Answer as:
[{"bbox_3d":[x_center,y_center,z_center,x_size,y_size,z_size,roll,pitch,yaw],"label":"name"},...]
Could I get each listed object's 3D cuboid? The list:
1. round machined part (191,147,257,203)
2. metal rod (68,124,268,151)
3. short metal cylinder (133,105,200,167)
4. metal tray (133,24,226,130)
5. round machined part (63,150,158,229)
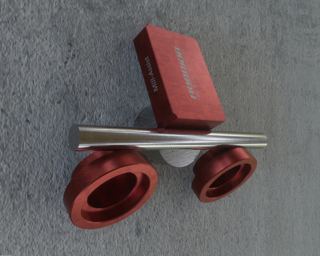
[{"bbox_3d":[0.087,0.061,0.448,0.099,0.042,0.097,-22,144,-17],"label":"round machined part"},{"bbox_3d":[0.038,0.014,0.376,0.302,0.025,0.025,3,88,-40],"label":"metal rod"},{"bbox_3d":[0.011,0.008,0.401,0.081,0.050,0.079,0,90,-40],"label":"short metal cylinder"},{"bbox_3d":[0.024,-0.061,0.390,0.091,0.030,0.130,3,62,-40],"label":"metal tray"},{"bbox_3d":[-0.055,0.059,0.330,0.099,0.042,0.097,-24,141,-21],"label":"round machined part"}]
